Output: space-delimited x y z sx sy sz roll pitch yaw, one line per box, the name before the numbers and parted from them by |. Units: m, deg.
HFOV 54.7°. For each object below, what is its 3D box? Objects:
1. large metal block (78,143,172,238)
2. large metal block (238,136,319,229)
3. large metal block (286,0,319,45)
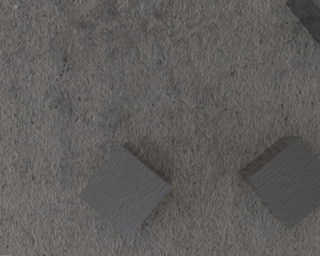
large metal block | -0.042 0.076 0.397 0.080 0.050 0.080 40 90 0
large metal block | 0.163 0.066 0.399 0.080 0.050 0.080 -39 90 0
large metal block | 0.228 -0.164 0.399 0.080 0.050 0.080 -39 90 0
